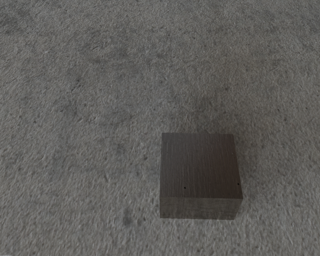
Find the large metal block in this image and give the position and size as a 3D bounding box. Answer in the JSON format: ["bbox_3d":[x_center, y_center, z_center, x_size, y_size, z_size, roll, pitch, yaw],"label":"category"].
[{"bbox_3d":[0.041,0.053,0.343,0.080,0.050,0.080,1,50,1],"label":"large metal block"}]
